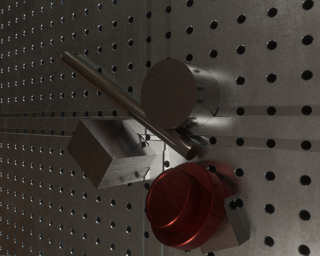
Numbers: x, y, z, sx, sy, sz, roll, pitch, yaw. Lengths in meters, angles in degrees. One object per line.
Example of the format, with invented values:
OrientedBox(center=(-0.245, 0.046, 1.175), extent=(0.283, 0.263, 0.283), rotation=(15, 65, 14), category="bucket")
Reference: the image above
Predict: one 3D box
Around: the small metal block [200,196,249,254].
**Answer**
OrientedBox(center=(0.065, 0.111, 0.354), extent=(0.050, 0.025, 0.050), rotation=(-30, 72, 35), category="small metal block")

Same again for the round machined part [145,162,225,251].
OrientedBox(center=(0.021, 0.084, 0.353), extent=(0.098, 0.042, 0.098), rotation=(-32, 41, 34), category="round machined part")

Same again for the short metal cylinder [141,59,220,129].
OrientedBox(center=(0.024, -0.039, 0.372), extent=(0.080, 0.050, 0.079), rotation=(0, 90, 39), category="short metal cylinder")

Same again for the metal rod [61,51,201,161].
OrientedBox(center=(-0.060, -0.046, 0.456), extent=(0.300, 0.025, 0.025), rotation=(37, 113, 33), category="metal rod")

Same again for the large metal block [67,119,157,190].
OrientedBox(center=(-0.066, 0.032, 0.426), extent=(0.080, 0.081, 0.050), rotation=(44, 117, 30), category="large metal block")
